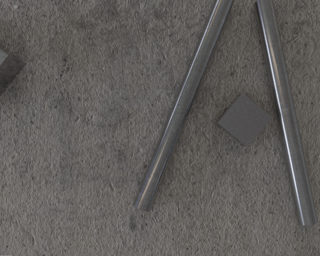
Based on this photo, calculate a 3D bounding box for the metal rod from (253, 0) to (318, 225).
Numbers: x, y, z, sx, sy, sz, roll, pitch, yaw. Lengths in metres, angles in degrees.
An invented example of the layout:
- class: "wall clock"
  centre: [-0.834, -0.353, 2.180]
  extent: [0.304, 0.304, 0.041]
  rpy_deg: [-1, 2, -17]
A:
- class: "metal rod"
  centre: [0.167, -0.021, 0.411]
  extent: [0.025, 0.025, 0.298]
  rpy_deg: [-12, 90, 0]

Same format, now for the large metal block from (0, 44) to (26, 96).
- class: "large metal block"
  centre: [-0.238, -0.080, 0.395]
  extent: [0.080, 0.050, 0.080]
  rpy_deg: [38, 90, 0]

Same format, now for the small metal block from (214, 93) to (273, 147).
- class: "small metal block"
  centre: [0.110, -0.010, 0.411]
  extent: [0.050, 0.025, 0.050]
  rpy_deg: [39, 90, 0]

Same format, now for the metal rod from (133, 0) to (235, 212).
- class: "metal rod"
  centre: [0.031, -0.034, 0.410]
  extent: [0.025, 0.025, 0.299]
  rpy_deg: [22, 90, 0]
